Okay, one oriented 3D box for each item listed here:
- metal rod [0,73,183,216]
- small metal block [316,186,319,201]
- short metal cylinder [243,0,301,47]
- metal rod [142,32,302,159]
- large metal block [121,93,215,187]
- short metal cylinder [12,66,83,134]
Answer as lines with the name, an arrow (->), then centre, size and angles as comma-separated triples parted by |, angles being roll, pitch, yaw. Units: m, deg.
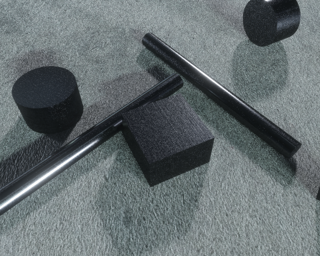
metal rod -> -0.081, 0.010, 0.393 | 0.302, 0.025, 0.025 | -37, 59, -27
small metal block -> 0.206, 0.067, 0.332 | 0.050, 0.050, 0.025 | 25, 54, 19
short metal cylinder -> 0.187, -0.185, 0.524 | 0.050, 0.080, 0.080 | -23, 54, -18
metal rod -> 0.072, -0.062, 0.455 | 0.025, 0.025, 0.300 | -31, 57, -23
large metal block -> 0.007, 0.012, 0.377 | 0.081, 0.050, 0.080 | -21, 53, -17
short metal cylinder -> -0.149, -0.038, 0.418 | 0.081, 0.050, 0.080 | 0, 50, 0
